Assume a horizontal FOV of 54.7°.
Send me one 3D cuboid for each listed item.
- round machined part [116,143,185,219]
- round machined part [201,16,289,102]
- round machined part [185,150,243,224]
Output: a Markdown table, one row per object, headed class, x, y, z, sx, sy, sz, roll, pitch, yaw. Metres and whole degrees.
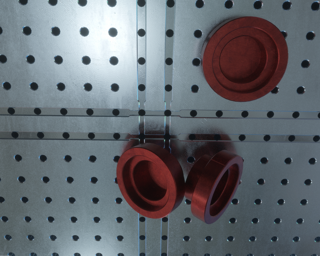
| class | x | y | z | sx | sy | sz | roll | pitch | yaw |
| --- | --- | --- | --- | --- | --- | --- | --- | --- | --- |
| round machined part | -0.008 | 0.066 | 0.412 | 0.098 | 0.042 | 0.097 | 11 | 110 | 34 |
| round machined part | 0.098 | -0.084 | 0.375 | 0.099 | 0.042 | 0.097 | 0 | 110 | -1 |
| round machined part | 0.068 | 0.074 | 0.413 | 0.042 | 0.099 | 0.097 | 24 | 114 | 32 |
